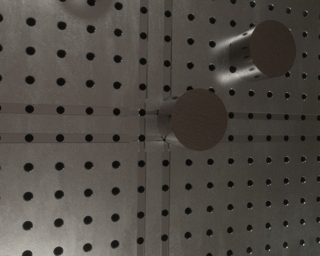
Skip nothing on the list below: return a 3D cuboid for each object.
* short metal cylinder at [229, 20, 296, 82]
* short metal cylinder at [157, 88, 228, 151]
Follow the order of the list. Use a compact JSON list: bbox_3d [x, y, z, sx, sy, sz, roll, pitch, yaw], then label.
[{"bbox_3d":[0.150,-0.111,0.456,0.081,0.050,0.079,0,90,-20],"label":"short metal cylinder"},{"bbox_3d":[0.043,-0.011,0.416,0.081,0.050,0.079,0,90,-21],"label":"short metal cylinder"}]
